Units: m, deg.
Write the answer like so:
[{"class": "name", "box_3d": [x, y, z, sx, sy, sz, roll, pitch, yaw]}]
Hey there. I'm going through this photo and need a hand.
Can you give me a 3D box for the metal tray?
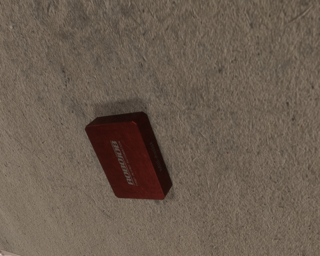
[{"class": "metal tray", "box_3d": [-0.044, 0.044, 0.452, 0.090, 0.030, 0.129, -6, 116, 30]}]
